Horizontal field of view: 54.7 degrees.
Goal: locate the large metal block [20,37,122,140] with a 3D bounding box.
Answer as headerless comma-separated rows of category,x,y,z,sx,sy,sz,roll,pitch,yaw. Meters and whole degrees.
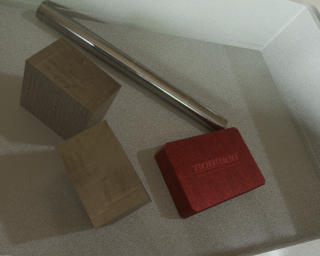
large metal block,-0.100,-0.036,0.339,0.080,0.080,0.050,39,51,-2

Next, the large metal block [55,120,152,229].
large metal block,-0.051,0.048,0.306,0.050,0.080,0.080,-29,76,-7

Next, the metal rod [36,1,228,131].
metal rod,-0.033,-0.081,0.438,0.301,0.025,0.025,32,51,-8

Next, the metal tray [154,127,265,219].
metal tray,0.068,0.054,0.408,0.131,0.030,0.090,-12,68,-33
